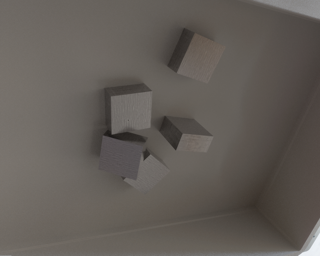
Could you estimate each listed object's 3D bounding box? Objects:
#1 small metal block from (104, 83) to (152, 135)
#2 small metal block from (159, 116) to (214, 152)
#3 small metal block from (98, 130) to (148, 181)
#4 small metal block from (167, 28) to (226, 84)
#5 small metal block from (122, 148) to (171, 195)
[{"bbox_3d":[-0.038,-0.024,0.374,0.050,0.025,0.050,-10,123,-23],"label":"small metal block"},{"bbox_3d":[0.035,0.008,0.418,0.050,0.050,0.025,6,116,-31],"label":"small metal block"},{"bbox_3d":[-0.046,0.032,0.388,0.050,0.025,0.050,15,115,5],"label":"small metal block"},{"bbox_3d":[0.045,-0.088,0.381,0.050,0.025,0.050,12,112,-34],"label":"small metal block"},{"bbox_3d":[-0.022,0.059,0.434,0.050,0.025,0.050,-44,131,2],"label":"small metal block"}]
